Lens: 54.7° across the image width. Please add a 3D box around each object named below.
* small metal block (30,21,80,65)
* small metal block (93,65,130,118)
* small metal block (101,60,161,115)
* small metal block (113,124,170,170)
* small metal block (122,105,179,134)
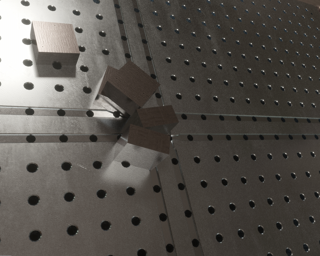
[{"bbox_3d":[-0.137,-0.109,0.402,0.050,0.025,0.050,-6,65,-31],"label":"small metal block"},{"bbox_3d":[-0.055,-0.048,0.409,0.050,0.025,0.050,21,54,-16],"label":"small metal block"},{"bbox_3d":[-0.036,-0.050,0.389,0.050,0.025,0.050,39,51,-3],"label":"small metal block"},{"bbox_3d":[-0.022,0.024,0.367,0.050,0.050,0.025,17,55,-19],"label":"small metal block"},{"bbox_3d":[-0.013,-0.003,0.389,0.050,0.050,0.025,-9,67,-33],"label":"small metal block"}]
